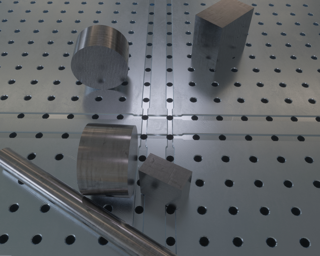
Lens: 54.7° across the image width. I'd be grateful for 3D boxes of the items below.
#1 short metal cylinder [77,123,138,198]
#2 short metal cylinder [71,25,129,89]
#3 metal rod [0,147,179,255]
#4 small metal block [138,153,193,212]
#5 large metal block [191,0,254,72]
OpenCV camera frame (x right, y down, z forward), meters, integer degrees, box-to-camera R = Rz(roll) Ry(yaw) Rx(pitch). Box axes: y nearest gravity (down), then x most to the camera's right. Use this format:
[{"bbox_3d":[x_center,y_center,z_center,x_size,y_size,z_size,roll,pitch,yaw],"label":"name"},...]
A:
[{"bbox_3d":[-0.055,0.035,0.342,0.050,0.080,0.080,3,50,2],"label":"short metal cylinder"},{"bbox_3d":[-0.087,-0.103,0.458,0.081,0.080,0.050,-1,50,-1],"label":"short metal cylinder"},{"bbox_3d":[-0.063,0.097,0.325,0.301,0.025,0.025,26,55,20],"label":"metal rod"},{"bbox_3d":[0.006,0.060,0.341,0.050,0.050,0.025,23,54,18],"label":"small metal block"},{"bbox_3d":[0.099,-0.152,0.501,0.050,0.080,0.080,37,59,27],"label":"large metal block"}]
